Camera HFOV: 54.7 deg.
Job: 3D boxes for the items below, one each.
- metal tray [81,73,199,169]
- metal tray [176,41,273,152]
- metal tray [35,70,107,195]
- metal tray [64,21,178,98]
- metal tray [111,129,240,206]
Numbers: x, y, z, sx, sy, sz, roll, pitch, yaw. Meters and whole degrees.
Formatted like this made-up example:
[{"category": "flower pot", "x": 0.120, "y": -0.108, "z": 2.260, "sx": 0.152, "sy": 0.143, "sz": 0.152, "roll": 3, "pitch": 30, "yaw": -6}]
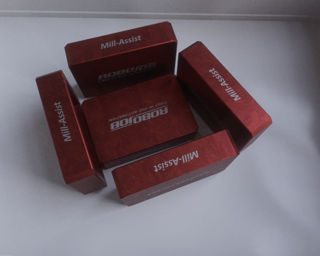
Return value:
[{"category": "metal tray", "x": -0.027, "y": -0.011, "z": 0.408, "sx": 0.131, "sy": 0.030, "sz": 0.090, "roll": -19, "pitch": 71, "yaw": -7}, {"category": "metal tray", "x": 0.072, "y": -0.034, "z": 0.387, "sx": 0.030, "sy": 0.090, "sz": 0.130, "roll": -35, "pitch": 74, "yaw": -11}, {"category": "metal tray", "x": -0.103, "y": 0.008, "z": 0.369, "sx": 0.030, "sy": 0.090, "sz": 0.130, "roll": -20, "pitch": 72, "yaw": -7}, {"category": "metal tray", "x": -0.046, "y": -0.085, "z": 0.404, "sx": 0.131, "sy": 0.090, "sz": 0.030, "roll": -15, "pitch": 71, "yaw": -6}, {"category": "metal tray", "x": 0.017, "y": 0.049, "z": 0.355, "sx": 0.131, "sy": 0.090, "sz": 0.030, "roll": -19, "pitch": 72, "yaw": -7}]
